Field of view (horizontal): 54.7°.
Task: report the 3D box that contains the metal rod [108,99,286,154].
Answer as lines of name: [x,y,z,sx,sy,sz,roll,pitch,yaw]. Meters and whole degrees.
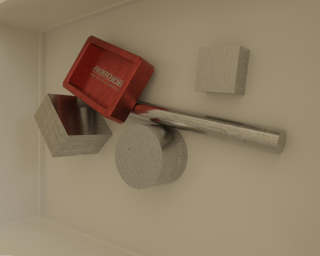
metal rod: [0.006,-0.016,0.399,0.300,0.025,0.025,15,100,38]

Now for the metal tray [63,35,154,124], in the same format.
metal tray: [-0.078,-0.073,0.444,0.130,0.030,0.090,32,94,39]

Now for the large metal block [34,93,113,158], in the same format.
large metal block: [-0.134,-0.004,0.478,0.050,0.081,0.080,-48,62,29]

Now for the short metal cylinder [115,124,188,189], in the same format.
short metal cylinder: [-0.012,0.035,0.399,0.080,0.050,0.079,0,90,39]

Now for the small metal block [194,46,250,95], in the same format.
small metal block: [0.069,-0.064,0.348,0.050,0.025,0.050,10,96,39]
